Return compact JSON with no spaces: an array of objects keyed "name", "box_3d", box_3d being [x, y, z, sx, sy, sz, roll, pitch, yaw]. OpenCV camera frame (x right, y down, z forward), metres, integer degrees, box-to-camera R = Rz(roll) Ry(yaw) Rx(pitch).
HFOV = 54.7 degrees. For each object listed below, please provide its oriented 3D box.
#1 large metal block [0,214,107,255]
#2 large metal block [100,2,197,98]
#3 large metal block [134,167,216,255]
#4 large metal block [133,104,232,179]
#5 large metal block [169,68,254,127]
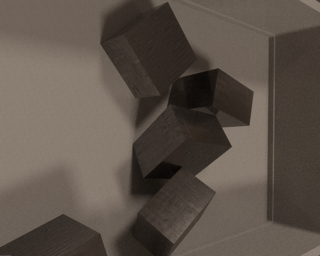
[{"name":"large metal block","box_3d":[-0.102,0.130,0.286,0.081,0.080,0.050,-24,105,-38]},{"name":"large metal block","box_3d":[-0.011,-0.094,0.383,0.080,0.050,0.080,-47,119,-30]},{"name":"large metal block","box_3d":[0.016,0.107,0.379,0.080,0.050,0.080,-41,158,-32]},{"name":"large metal block","box_3d":[0.026,0.022,0.386,0.081,0.080,0.050,10,47,-40]},{"name":"large metal block","box_3d":[0.070,-0.036,0.430,0.080,0.080,0.050,22,73,-38]}]
